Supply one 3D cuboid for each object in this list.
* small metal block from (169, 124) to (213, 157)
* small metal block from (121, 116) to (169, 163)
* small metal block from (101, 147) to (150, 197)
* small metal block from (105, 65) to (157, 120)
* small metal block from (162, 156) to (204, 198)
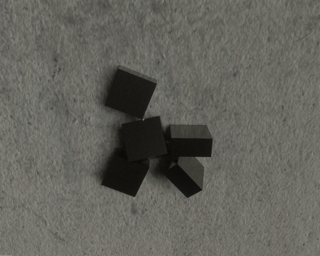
[{"bbox_3d":[0.039,0.016,0.403,0.050,0.050,0.025,1,110,-1],"label":"small metal block"},{"bbox_3d":[-0.019,0.016,0.403,0.050,0.025,0.050,-13,78,4],"label":"small metal block"},{"bbox_3d":[-0.048,0.062,0.432,0.050,0.025,0.050,23,108,-9],"label":"small metal block"},{"bbox_3d":[-0.036,-0.045,0.393,0.050,0.025,0.050,21,109,-8],"label":"small metal block"},{"bbox_3d":[0.033,0.056,0.415,0.025,0.050,0.050,-35,107,26],"label":"small metal block"}]
